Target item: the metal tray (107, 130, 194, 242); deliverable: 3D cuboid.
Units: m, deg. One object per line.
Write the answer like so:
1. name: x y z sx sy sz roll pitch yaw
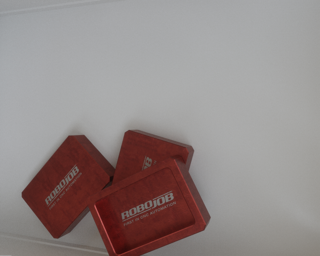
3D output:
1. metal tray: -0.016 0.075 0.413 0.090 0.030 0.129 17 95 18

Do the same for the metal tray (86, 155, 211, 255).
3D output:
1. metal tray: -0.016 0.100 0.380 0.130 0.030 0.090 -28 81 17

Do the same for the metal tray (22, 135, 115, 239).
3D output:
1. metal tray: -0.133 0.085 0.453 0.090 0.030 0.130 46 104 14
